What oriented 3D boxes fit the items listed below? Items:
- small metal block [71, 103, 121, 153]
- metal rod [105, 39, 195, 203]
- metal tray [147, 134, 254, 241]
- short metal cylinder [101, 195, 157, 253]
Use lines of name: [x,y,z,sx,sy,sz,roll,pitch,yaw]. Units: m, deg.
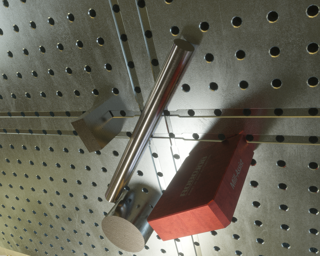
small metal block: [-0.090,-0.001,0.442,0.025,0.050,0.050,-16,110,34]
metal rod: [-0.027,0.012,0.433,0.025,0.025,0.298,33,129,7]
metal tray: [0.051,0.065,0.357,0.090,0.131,0.030,-28,103,37]
short metal cylinder: [-0.050,0.161,0.521,0.080,0.050,0.079,13,124,21]
